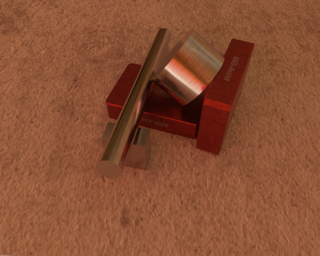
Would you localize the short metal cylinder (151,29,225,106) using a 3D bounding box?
[{"bbox_3d":[0.033,-0.075,0.384,0.050,0.080,0.080,38,53,-12],"label":"short metal cylinder"}]

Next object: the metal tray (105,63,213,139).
[{"bbox_3d":[0.002,-0.041,0.435,0.131,0.030,0.090,14,51,11],"label":"metal tray"}]

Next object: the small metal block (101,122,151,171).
[{"bbox_3d":[-0.038,0.023,0.369,0.050,0.050,0.025,10,51,8],"label":"small metal block"}]

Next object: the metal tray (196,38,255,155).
[{"bbox_3d":[0.085,-0.042,0.399,0.030,0.089,0.130,18,52,14],"label":"metal tray"}]

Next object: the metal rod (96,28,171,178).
[{"bbox_3d":[-0.021,-0.057,0.402,0.025,0.025,0.300,8,41,6],"label":"metal rod"}]
